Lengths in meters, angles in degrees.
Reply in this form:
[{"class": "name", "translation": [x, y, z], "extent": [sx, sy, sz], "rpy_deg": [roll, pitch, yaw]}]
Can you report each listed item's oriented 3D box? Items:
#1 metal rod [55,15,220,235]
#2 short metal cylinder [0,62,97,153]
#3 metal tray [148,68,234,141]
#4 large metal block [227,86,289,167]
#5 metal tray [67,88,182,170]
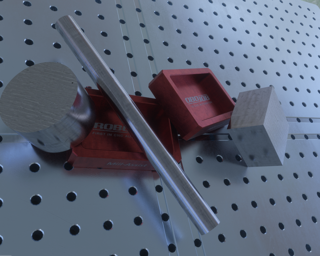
[{"class": "metal rod", "translation": [-0.032, -0.011, 0.359], "extent": [0.025, 0.025, 0.299], "rpy_deg": [-28, 77, -37]}, {"class": "short metal cylinder", "translation": [-0.113, -0.021, 0.321], "extent": [0.080, 0.050, 0.080], "rpy_deg": [-4, 63, 9]}, {"class": "metal tray", "translation": [0.054, -0.039, 0.433], "extent": [0.131, 0.030, 0.090], "rpy_deg": [-16, 70, -52]}, {"class": "large metal block", "translation": [0.145, -0.001, 0.448], "extent": [0.080, 0.050, 0.080], "rpy_deg": [55, 45, -30]}, {"class": "metal tray", "translation": [-0.043, 0.003, 0.379], "extent": [0.131, 0.030, 0.090], "rpy_deg": [6, 59, -25]}]
